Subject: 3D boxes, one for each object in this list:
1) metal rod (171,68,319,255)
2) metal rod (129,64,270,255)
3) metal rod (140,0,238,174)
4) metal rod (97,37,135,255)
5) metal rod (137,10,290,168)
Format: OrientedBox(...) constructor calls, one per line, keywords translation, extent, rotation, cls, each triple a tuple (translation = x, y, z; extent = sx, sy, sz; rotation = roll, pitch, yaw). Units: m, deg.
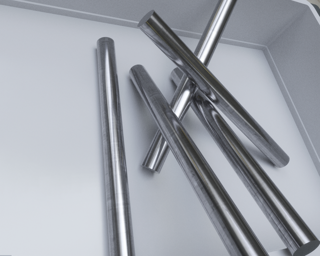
OrientedBox(translation=(0.074, 0.008, 0.363), extent=(0.025, 0.025, 0.300), rotation=(5, 35, -26), cls="metal rod")
OrientedBox(translation=(0.019, 0.011, 0.330), extent=(0.025, 0.025, 0.300), rotation=(3, 36, -27), cls="metal rod")
OrientedBox(translation=(0.049, -0.080, 0.412), extent=(0.025, 0.025, 0.300), rotation=(28, 74, -11), cls="metal rod")
OrientedBox(translation=(-0.056, 0.012, 0.368), extent=(0.025, 0.025, 0.299), rotation=(5, 59, -26), cls="metal rod")
OrientedBox(translation=(0.086, -0.034, 0.406), extent=(0.301, 0.025, 0.025), rotation=(40, 48, -28), cls="metal rod")
